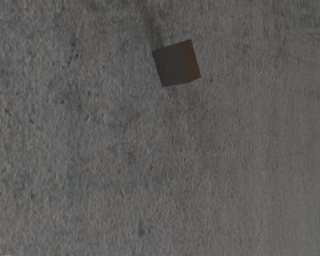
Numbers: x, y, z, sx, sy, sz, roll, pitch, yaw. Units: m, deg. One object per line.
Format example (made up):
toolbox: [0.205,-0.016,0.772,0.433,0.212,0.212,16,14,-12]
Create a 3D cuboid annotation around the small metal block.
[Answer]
small metal block: [0.021,-0.084,0.405,0.025,0.050,0.050,-29,108,-36]
